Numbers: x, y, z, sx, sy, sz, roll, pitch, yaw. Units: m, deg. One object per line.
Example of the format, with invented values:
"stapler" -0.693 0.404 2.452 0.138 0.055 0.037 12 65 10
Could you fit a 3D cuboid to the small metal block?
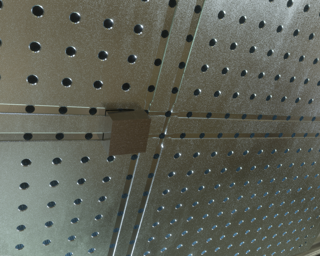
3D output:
"small metal block" -0.042 0.006 0.393 0.050 0.025 0.050 -4 120 -27
